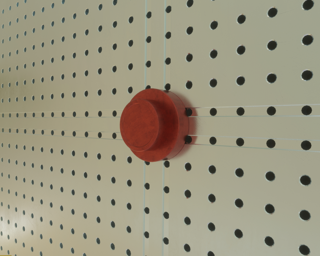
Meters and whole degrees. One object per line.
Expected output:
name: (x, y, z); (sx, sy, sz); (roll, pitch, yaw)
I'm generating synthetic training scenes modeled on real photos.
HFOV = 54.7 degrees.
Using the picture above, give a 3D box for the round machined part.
round machined part: (-0.015, -0.004, 0.408); (0.098, 0.042, 0.097); (0, 90, 39)
